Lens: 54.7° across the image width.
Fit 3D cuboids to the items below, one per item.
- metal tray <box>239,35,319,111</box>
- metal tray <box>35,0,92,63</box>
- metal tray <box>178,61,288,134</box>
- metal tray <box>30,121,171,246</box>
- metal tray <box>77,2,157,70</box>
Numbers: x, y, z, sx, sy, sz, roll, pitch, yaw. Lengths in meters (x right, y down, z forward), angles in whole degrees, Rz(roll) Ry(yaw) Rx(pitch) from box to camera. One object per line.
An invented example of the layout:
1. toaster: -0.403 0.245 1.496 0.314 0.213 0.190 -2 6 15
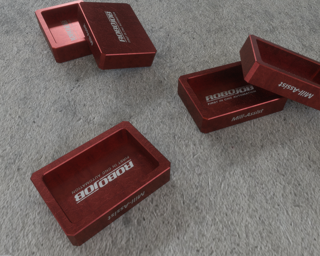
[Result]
1. metal tray: 0.179 -0.077 0.429 0.131 0.030 0.090 19 40 -8
2. metal tray: -0.156 -0.173 0.543 0.091 0.030 0.130 -21 53 -17
3. metal tray: 0.101 -0.050 0.442 0.131 0.030 0.090 -16 52 -13
4. metal tray: -0.064 0.056 0.352 0.131 0.030 0.090 -32 57 -24
5. metal tray: -0.072 -0.152 0.501 0.091 0.030 0.130 -10 57 -28
